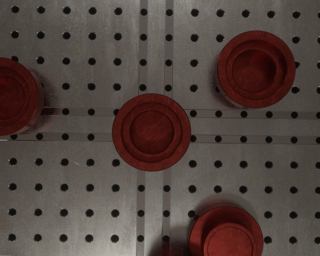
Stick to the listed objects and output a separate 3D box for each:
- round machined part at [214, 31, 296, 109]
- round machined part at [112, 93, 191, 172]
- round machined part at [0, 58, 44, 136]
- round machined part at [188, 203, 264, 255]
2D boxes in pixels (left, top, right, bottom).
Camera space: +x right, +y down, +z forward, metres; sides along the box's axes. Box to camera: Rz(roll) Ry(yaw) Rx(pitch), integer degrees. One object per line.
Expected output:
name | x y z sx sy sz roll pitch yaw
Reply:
round machined part | 0.120 -0.073 0.406 0.099 0.042 0.097 0 90 -1
round machined part | -0.011 0.005 0.405 0.099 0.042 0.097 0 90 -1
round machined part | -0.200 -0.039 0.402 0.099 0.042 0.097 0 90 -1
round machined part | 0.087 0.152 0.406 0.099 0.042 0.097 0 90 -1
